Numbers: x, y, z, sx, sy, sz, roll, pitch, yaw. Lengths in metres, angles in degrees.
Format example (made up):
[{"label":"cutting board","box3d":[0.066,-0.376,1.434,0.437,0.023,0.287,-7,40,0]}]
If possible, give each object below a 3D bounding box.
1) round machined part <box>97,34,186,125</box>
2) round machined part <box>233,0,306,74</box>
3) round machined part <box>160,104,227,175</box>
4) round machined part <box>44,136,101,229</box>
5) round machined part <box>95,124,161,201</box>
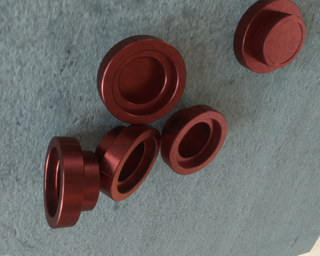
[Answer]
[{"label":"round machined part","box3d":[-0.023,-0.056,0.349,0.099,0.042,0.097,-14,123,-21]},{"label":"round machined part","box3d":[0.150,-0.117,0.407,0.099,0.042,0.097,-14,125,-21]},{"label":"round machined part","box3d":[0.041,0.012,0.420,0.099,0.042,0.097,-22,130,-28]},{"label":"round machined part","box3d":[-0.098,0.059,0.343,0.042,0.098,0.097,4,117,-30]},{"label":"round machined part","box3d":[-0.044,0.036,0.376,0.098,0.042,0.097,-48,154,-32]}]
